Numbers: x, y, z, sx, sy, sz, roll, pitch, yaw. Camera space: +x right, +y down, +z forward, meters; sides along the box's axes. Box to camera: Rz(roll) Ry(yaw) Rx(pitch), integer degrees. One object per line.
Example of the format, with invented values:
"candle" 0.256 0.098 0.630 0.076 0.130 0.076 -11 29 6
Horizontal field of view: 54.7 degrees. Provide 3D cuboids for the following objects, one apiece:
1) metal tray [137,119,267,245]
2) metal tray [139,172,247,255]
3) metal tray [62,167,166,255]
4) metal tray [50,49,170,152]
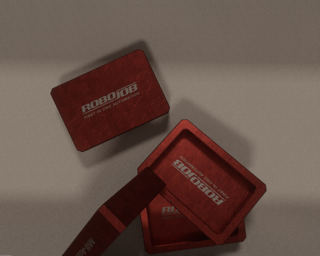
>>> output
"metal tray" 0.049 0.064 0.378 0.130 0.030 0.090 41 81 9
"metal tray" 0.040 0.109 0.409 0.131 0.030 0.089 -8 90 -1
"metal tray" -0.055 0.109 0.348 0.030 0.091 0.129 43 124 8
"metal tray" -0.063 -0.035 0.408 0.131 0.030 0.090 -25 90 -1
